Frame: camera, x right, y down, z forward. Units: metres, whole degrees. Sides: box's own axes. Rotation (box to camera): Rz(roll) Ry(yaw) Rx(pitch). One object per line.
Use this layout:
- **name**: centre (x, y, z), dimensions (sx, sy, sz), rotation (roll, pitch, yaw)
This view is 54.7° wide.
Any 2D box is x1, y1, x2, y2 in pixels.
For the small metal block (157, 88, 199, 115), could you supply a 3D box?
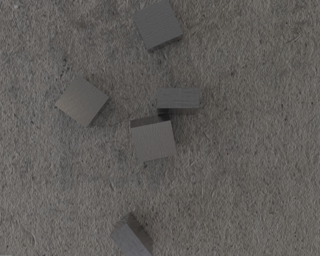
- **small metal block**: centre (0.022, -0.033, 0.396), dimensions (0.050, 0.050, 0.025), rotation (0, 83, 0)

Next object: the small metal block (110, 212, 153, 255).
- **small metal block**: centre (-0.035, 0.142, 0.397), dimensions (0.025, 0.050, 0.050), rotation (-38, 90, 0)

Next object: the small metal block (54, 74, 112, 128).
- **small metal block**: centre (-0.100, -0.035, 0.409), dimensions (0.050, 0.025, 0.050), rotation (37, 90, 0)

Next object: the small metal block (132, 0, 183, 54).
- **small metal block**: centre (-0.003, -0.134, 0.410), dimensions (0.050, 0.025, 0.050), rotation (-24, 90, 0)

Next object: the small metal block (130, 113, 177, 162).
- **small metal block**: centre (-0.008, 0.012, 0.401), dimensions (0.050, 0.025, 0.050), rotation (-12, 115, 0)
